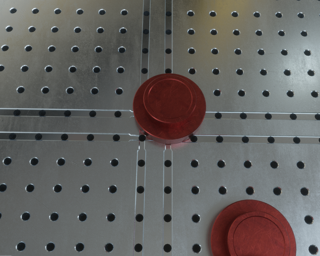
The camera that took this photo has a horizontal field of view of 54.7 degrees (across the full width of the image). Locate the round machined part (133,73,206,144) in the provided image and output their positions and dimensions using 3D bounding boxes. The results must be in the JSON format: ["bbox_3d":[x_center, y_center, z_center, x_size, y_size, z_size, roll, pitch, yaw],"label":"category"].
[{"bbox_3d":[0.013,-0.031,0.414,0.099,0.042,0.098,0,70,-1],"label":"round machined part"}]

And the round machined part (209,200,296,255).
[{"bbox_3d":[0.108,0.132,0.356,0.099,0.042,0.098,0,70,0],"label":"round machined part"}]
